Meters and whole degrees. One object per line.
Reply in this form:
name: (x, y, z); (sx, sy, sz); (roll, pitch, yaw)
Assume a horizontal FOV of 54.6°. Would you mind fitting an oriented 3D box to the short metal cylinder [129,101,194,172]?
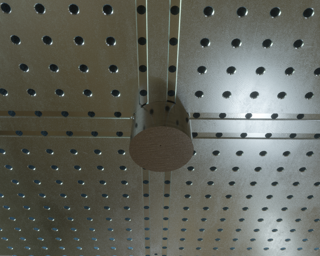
short metal cylinder: (0.002, 0.012, 0.405); (0.080, 0.050, 0.080); (0, 130, 0)
